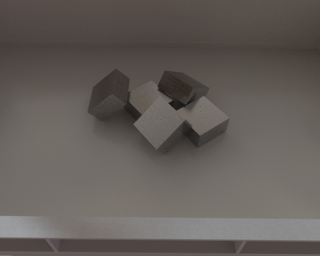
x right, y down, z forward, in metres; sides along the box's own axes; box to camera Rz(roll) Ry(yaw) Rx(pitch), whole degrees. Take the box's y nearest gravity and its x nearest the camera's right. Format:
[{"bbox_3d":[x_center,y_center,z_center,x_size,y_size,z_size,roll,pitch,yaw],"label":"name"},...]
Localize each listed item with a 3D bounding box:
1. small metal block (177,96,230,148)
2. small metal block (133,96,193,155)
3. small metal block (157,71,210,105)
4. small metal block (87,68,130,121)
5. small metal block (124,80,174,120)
[{"bbox_3d":[0.055,-0.009,0.411,0.050,0.025,0.050,-29,56,-23],"label":"small metal block"},{"bbox_3d":[0.003,-0.004,0.391,0.050,0.025,0.050,-47,59,4],"label":"small metal block"},{"bbox_3d":[0.034,-0.057,0.436,0.050,0.025,0.050,36,24,25],"label":"small metal block"},{"bbox_3d":[-0.069,-0.045,0.422,0.050,0.025,0.050,-31,40,32],"label":"small metal block"},{"bbox_3d":[-0.016,-0.034,0.431,0.050,0.025,0.050,-31,57,-24],"label":"small metal block"}]
